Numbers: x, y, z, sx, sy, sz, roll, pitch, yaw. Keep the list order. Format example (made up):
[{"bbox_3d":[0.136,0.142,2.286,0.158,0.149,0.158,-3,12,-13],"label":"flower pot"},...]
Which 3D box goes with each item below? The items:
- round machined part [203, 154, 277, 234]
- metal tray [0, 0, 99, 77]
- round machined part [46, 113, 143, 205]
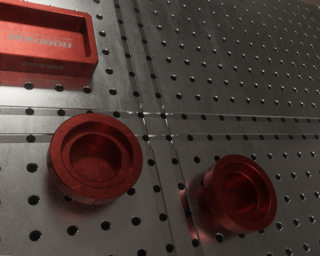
[{"bbox_3d":[0.097,0.087,0.399,0.099,0.042,0.098,14,56,-21],"label":"round machined part"},{"bbox_3d":[-0.151,-0.115,0.394,0.131,0.030,0.090,1,61,-28],"label":"metal tray"},{"bbox_3d":[-0.072,0.036,0.338,0.099,0.042,0.098,14,56,-21],"label":"round machined part"}]
